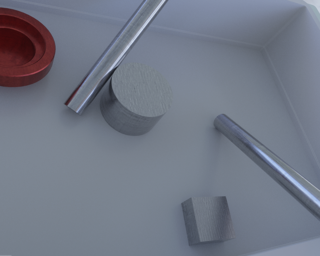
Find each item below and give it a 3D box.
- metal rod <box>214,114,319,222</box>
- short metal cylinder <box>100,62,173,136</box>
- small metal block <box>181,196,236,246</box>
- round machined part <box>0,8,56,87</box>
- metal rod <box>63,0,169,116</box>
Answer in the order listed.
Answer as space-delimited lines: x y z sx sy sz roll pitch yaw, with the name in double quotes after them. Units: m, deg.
0.149 0.061 0.348 0.025 0.025 0.300 3 27 -27 "metal rod"
-0.031 -0.036 0.397 0.081 0.050 0.080 14 56 -21 "short metal cylinder"
0.058 0.110 0.371 0.050 0.025 0.050 5 60 -26 "small metal block"
-0.174 -0.086 0.354 0.099 0.042 0.098 14 56 -21 "round machined part"
-0.019 -0.143 0.392 0.025 0.025 0.300 36 80 -5 "metal rod"
